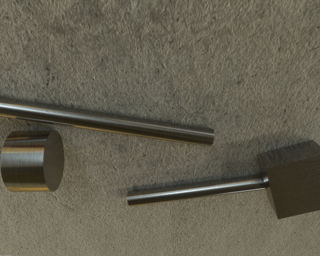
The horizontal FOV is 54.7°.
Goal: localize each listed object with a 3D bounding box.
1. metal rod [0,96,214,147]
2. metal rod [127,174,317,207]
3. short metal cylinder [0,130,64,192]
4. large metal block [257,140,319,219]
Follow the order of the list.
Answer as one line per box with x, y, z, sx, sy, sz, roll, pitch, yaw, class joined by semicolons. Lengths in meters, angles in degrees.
-0.079;-0.009;0.398;0.302;0.025;0.025;8;130;-8;metal rod
0.098;0.093;0.487;0.302;0.025;0.025;-9;130;6;metal rod
-0.163;0.043;0.405;0.050;0.080;0.079;-1;130;0;short metal cylinder
0.191;0.072;0.434;0.080;0.050;0.080;-16;106;9;large metal block
